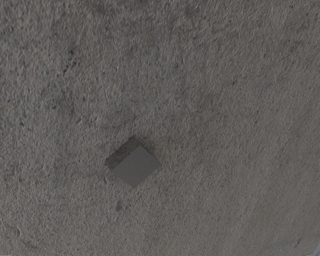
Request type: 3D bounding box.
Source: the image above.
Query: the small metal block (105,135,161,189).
[{"bbox_3d":[-0.035,0.046,0.415,0.050,0.025,0.050,-42,129,1],"label":"small metal block"}]
